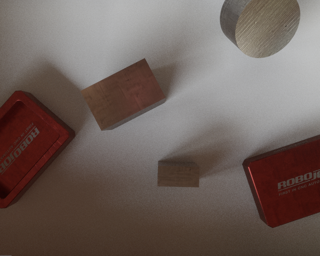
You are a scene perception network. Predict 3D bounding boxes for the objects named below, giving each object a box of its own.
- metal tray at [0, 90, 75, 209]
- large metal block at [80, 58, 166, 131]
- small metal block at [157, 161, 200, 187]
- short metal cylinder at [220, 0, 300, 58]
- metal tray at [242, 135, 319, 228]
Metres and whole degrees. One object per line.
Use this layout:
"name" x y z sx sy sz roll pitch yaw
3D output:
"metal tray" -0.189 0.027 0.406 0.090 0.030 0.130 41 90 -1
"large metal block" -0.041 -0.038 0.383 0.080 0.080 0.050 -27 90 0
"small metal block" 0.022 0.059 0.399 0.050 0.050 0.025 2 90 -1
"short metal cylinder" 0.121 -0.134 0.381 0.081 0.050 0.079 -7 128 -9
"metal tray" 0.188 0.067 0.412 0.131 0.030 0.090 -18 90 -1
